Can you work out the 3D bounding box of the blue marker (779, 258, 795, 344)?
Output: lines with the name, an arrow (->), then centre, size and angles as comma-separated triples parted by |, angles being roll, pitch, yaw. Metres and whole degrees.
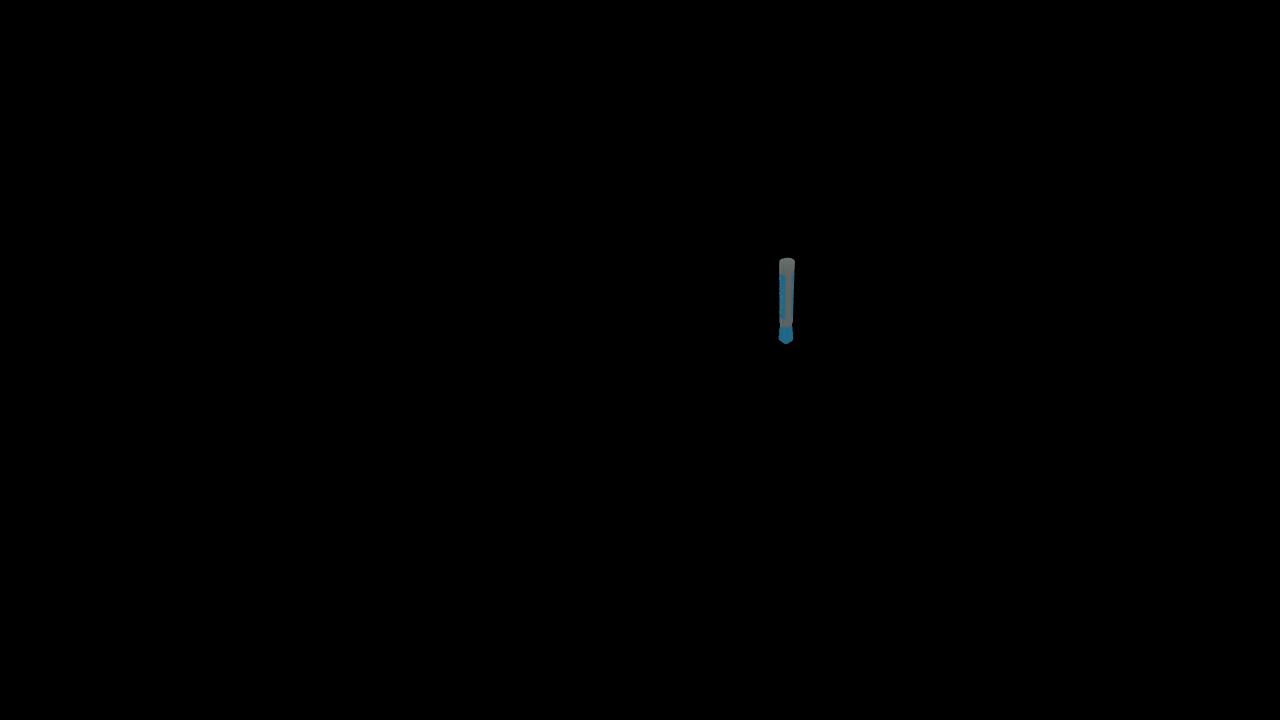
blue marker -> 0.187, -0.072, 0.786 | 0.020, 0.121, 0.020 | -6, 35, 4
